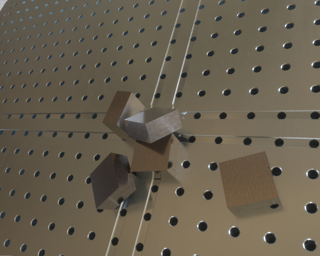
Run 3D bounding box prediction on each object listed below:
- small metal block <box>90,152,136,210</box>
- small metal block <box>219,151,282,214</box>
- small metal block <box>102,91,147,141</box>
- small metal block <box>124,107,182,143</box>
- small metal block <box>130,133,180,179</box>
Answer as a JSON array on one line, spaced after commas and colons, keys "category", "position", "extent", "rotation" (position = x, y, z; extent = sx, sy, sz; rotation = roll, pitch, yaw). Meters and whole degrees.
[{"category": "small metal block", "position": [-0.060, 0.067, 0.388], "extent": [0.050, 0.025, 0.050], "rotation": [-45, 47, 28]}, {"category": "small metal block", "position": [0.093, 0.058, 0.325], "extent": [0.050, 0.025, 0.050], "rotation": [-17, 55, 18]}, {"category": "small metal block", "position": [-0.046, -0.016, 0.427], "extent": [0.025, 0.050, 0.050], "rotation": [8, 66, 32]}, {"category": "small metal block", "position": [-0.009, -0.005, 0.393], "extent": [0.050, 0.025, 0.050], "rotation": [-25, 21, -31]}, {"category": "small metal block", "position": [-0.006, 0.036, 0.390], "extent": [0.050, 0.025, 0.050], "rotation": [-5, 59, 25]}]
